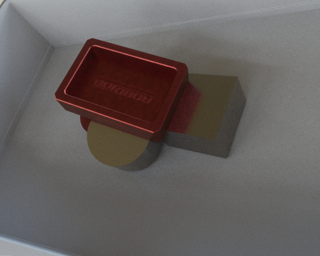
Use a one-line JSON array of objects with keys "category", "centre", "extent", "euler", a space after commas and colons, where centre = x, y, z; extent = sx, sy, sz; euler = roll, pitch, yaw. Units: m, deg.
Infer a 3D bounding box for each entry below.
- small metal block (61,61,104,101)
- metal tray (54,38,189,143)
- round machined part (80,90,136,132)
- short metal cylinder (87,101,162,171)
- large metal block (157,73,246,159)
[{"category": "small metal block", "centre": [-0.096, -0.055, 0.416], "extent": [0.025, 0.050, 0.050], "euler": [13, 68, 33]}, {"category": "metal tray", "centre": [-0.043, -0.047, 0.360], "extent": [0.130, 0.030, 0.090], "euler": [19, 70, 14]}, {"category": "round machined part", "centre": [-0.076, -0.034, 0.452], "extent": [0.098, 0.042, 0.098], "euler": [-13, 56, 20]}, {"category": "short metal cylinder", "centre": [-0.043, 0.012, 0.386], "extent": [0.080, 0.050, 0.080], "euler": [-4, 74, 15]}, {"category": "large metal block", "centre": [0.048, -0.017, 0.370], "extent": [0.080, 0.050, 0.080], "euler": [10, 67, 32]}]
